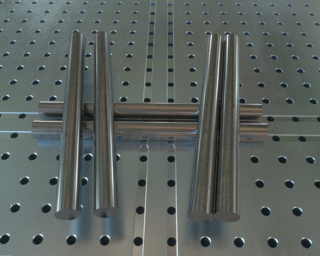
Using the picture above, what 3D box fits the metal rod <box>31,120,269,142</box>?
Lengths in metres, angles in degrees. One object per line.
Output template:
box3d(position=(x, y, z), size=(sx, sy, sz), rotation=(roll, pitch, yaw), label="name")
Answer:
box3d(position=(-0.013, 0.004, 0.406), size=(0.302, 0.025, 0.025), rotation=(1, 50, 0), label="metal rod")

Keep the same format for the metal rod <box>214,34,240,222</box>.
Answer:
box3d(position=(0.090, -0.026, 0.399), size=(0.025, 0.025, 0.300), rotation=(7, 50, 6), label="metal rod")

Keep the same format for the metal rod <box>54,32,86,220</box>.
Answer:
box3d(position=(-0.111, -0.028, 0.399), size=(0.025, 0.025, 0.300), rotation=(-6, 50, -5), label="metal rod")

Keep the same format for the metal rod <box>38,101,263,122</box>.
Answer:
box3d(position=(-0.013, -0.023, 0.428), size=(0.302, 0.025, 0.025), rotation=(1, 50, 0), label="metal rod")

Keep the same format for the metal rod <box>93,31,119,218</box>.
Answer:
box3d(position=(-0.073, -0.030, 0.401), size=(0.025, 0.025, 0.300), rotation=(-6, 50, -5), label="metal rod")

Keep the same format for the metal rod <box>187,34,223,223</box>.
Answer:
box3d(position=(0.064, -0.026, 0.398), size=(0.025, 0.025, 0.300), rotation=(7, 50, 6), label="metal rod")
